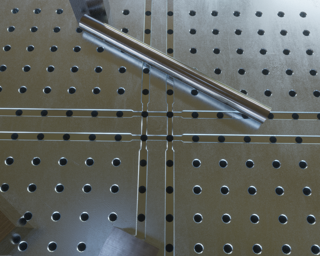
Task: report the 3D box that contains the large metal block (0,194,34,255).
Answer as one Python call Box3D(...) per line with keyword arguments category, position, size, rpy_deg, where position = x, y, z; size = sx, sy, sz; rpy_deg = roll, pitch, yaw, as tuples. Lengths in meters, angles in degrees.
Box3D(category="large metal block", position=(-0.211, 0.118, 0.354), size=(0.080, 0.050, 0.080), rpy_deg=(39, 75, 13))

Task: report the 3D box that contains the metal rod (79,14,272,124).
Box3D(category="metal rod", position=(0.015, -0.089, 0.444), size=(0.301, 0.025, 0.025), rpy_deg=(29, 73, 10))

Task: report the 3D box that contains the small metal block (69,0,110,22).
Box3D(category="small metal block", position=(-0.105, -0.189, 0.467), size=(0.050, 0.050, 0.025), rpy_deg=(5, 70, 1))

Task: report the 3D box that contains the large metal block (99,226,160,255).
Box3D(category="large metal block", position=(-0.040, 0.154, 0.326), size=(0.050, 0.080, 0.080), rpy_deg=(24, 72, 8))
